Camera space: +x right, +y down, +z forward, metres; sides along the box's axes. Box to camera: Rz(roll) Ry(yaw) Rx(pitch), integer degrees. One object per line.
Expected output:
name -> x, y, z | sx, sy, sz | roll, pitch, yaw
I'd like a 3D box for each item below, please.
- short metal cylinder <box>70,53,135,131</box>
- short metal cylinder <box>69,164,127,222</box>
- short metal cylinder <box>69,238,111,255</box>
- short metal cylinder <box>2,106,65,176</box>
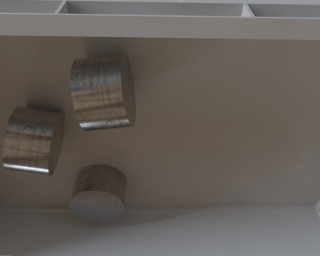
short metal cylinder -> -0.059, -0.038, 0.340 | 0.050, 0.080, 0.080 | -6, 130, 5
short metal cylinder -> -0.093, 0.102, 0.478 | 0.081, 0.050, 0.079 | 0, 130, 0
short metal cylinder -> -0.142, 0.265, 0.620 | 0.081, 0.050, 0.079 | 0, 130, 0
short metal cylinder -> -0.154, 0.016, 0.385 | 0.050, 0.080, 0.079 | 9, 130, -8
